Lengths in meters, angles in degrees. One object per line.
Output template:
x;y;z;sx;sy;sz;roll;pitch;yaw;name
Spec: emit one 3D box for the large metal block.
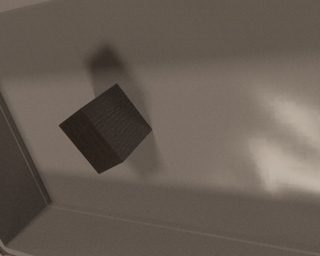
-0.068;0.000;0.407;0.050;0.080;0.080;-29;103;37;large metal block
